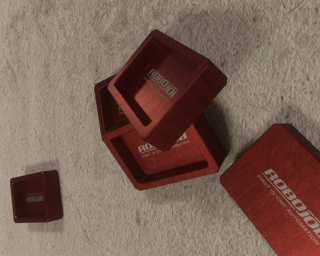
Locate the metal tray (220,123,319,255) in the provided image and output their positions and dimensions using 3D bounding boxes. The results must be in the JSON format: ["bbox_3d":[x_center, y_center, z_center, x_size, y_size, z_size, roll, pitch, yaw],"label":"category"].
[{"bbox_3d":[0.130,0.070,0.293,0.090,0.030,0.130,-52,60,27],"label":"metal tray"}]

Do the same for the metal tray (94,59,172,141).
[{"bbox_3d":[-0.033,-0.035,0.426,0.130,0.030,0.090,-16,80,38],"label":"metal tray"}]

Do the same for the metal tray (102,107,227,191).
[{"bbox_3d":[0.001,0.022,0.372,0.130,0.030,0.090,-22,106,37],"label":"metal tray"}]

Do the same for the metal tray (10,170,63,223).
[{"bbox_3d":[-0.240,0.134,0.596,0.130,0.030,0.090,-15,81,38],"label":"metal tray"}]

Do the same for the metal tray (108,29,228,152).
[{"bbox_3d":[-0.001,-0.046,0.322,0.090,0.030,0.130,-49,37,8],"label":"metal tray"}]
